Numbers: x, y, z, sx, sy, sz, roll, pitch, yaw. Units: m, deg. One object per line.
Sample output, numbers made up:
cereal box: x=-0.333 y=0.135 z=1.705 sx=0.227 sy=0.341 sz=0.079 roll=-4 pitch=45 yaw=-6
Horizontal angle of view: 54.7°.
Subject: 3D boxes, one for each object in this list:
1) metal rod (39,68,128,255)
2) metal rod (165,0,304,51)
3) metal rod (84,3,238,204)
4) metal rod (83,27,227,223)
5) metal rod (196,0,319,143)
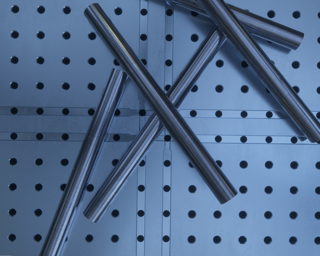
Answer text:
metal rod: x=-0.106 y=0.064 z=0.412 sx=0.025 sy=0.025 sz=0.299 roll=21 pitch=90 yaw=-1
metal rod: x=0.045 y=-0.170 z=0.413 sx=0.301 sy=0.025 sz=0.025 roll=21 pitch=90 yaw=-1
metal rod: x=-0.004 y=-0.037 z=0.389 sx=0.025 sy=0.025 sz=0.299 roll=-36 pitch=81 yaw=0
metal rod: x=-0.006 y=-0.004 z=0.413 sx=0.025 sy=0.025 sz=0.299 roll=35 pitch=90 yaw=-1
metal rod: x=0.115 y=-0.100 z=0.398 sx=0.025 sy=0.025 sz=0.300 roll=-41 pitch=97 yaw=0
